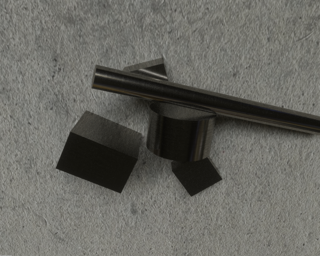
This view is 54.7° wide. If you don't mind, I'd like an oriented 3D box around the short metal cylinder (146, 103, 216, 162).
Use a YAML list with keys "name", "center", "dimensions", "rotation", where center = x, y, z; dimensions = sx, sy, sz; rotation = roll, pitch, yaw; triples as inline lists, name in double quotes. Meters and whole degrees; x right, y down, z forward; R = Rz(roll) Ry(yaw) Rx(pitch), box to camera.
- name: "short metal cylinder"
  center: [0.025, 0.001, 0.381]
  dimensions: [0.081, 0.080, 0.050]
  rotation: [5, 110, -3]

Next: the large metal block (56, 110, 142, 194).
- name: "large metal block"
  center: [-0.072, 0.027, 0.389]
  dimensions: [0.080, 0.080, 0.050]
  rotation: [23, 108, -9]

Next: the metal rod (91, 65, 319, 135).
- name: "metal rod"
  center: [0.073, -0.028, 0.365]
  dimensions: [0.302, 0.025, 0.025]
  rotation: [10, 110, -18]

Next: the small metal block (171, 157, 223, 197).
- name: "small metal block"
  center: [0.051, 0.060, 0.433]
  dimensions: [0.050, 0.025, 0.050]
  rotation: [-32, 107, 10]

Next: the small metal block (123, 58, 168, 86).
- name: "small metal block"
  center: [-0.017, -0.063, 0.373]
  dimensions: [0.050, 0.050, 0.025]
  rotation: [-13, 110, 4]
